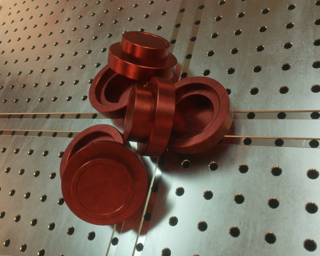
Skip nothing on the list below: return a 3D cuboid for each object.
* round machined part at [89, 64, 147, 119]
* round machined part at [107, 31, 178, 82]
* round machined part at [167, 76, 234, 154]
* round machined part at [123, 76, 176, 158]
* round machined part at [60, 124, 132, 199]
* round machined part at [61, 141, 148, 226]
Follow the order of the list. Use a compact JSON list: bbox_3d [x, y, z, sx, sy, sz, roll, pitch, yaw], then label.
[{"bbox_3d":[-0.052,-0.055,0.458,0.098,0.042,0.098,-13,56,21],"label":"round machined part"},{"bbox_3d":[-0.023,-0.106,0.440,0.099,0.042,0.098,10,32,-6],"label":"round machined part"},{"bbox_3d":[0.042,-0.012,0.383,0.098,0.042,0.098,-13,56,21],"label":"round machined part"},{"bbox_3d":[-0.017,-0.015,0.378,0.042,0.098,0.098,10,58,-14],"label":"round machined part"},{"bbox_3d":[-0.080,0.047,0.411,0.098,0.042,0.098,-13,56,21],"label":"round machined part"},{"bbox_3d":[-0.063,0.065,0.355,0.099,0.042,0.097,0,94,-5],"label":"round machined part"}]
